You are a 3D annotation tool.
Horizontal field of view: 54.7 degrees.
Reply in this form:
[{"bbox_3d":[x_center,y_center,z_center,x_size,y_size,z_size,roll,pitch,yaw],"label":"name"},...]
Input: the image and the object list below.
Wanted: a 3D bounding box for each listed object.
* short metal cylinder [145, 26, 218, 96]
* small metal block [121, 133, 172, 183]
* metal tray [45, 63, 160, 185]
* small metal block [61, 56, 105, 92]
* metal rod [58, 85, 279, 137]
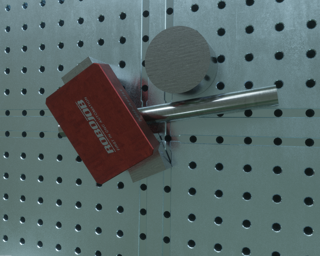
[{"bbox_3d":[0.028,-0.081,0.388,0.080,0.050,0.079,0,90,19],"label":"short metal cylinder"},{"bbox_3d":[-0.019,0.040,0.417,0.050,0.025,0.050,-25,82,18],"label":"small metal block"},{"bbox_3d":[-0.073,-0.005,0.393,0.090,0.030,0.130,-32,91,17],"label":"metal tray"},{"bbox_3d":[-0.099,-0.070,0.432,0.050,0.050,0.025,-33,80,17],"label":"small metal block"},{"bbox_3d":[-0.003,-0.019,0.413,0.301,0.025,0.025,-8,87,19],"label":"metal rod"}]
